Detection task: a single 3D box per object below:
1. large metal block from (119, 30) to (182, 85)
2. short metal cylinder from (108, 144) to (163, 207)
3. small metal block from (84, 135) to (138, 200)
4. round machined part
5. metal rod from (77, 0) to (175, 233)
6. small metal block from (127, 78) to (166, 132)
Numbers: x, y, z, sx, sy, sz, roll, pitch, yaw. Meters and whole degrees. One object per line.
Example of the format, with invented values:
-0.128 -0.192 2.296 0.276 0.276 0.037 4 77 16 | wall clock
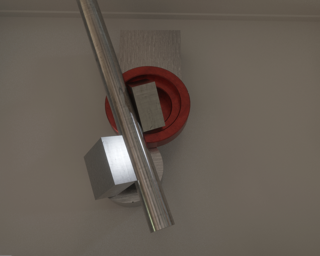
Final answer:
-0.013 -0.085 0.424 0.081 0.050 0.080 0 70 -1 | large metal block
-0.037 0.053 0.376 0.081 0.050 0.080 0 70 0 | short metal cylinder
-0.053 0.042 0.324 0.025 0.050 0.050 -5 65 -38 | small metal block
-0.014 -0.022 0.376 0.099 0.042 0.098 0 70 -1 | round machined part
-0.046 -0.036 0.346 0.025 0.025 0.299 -18 71 -7 | metal rod
-0.017 -0.028 0.354 0.025 0.050 0.050 -16 106 -10 | small metal block
